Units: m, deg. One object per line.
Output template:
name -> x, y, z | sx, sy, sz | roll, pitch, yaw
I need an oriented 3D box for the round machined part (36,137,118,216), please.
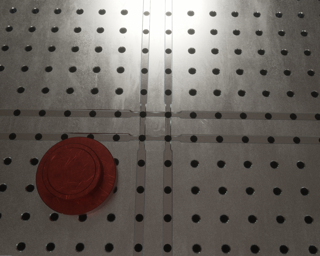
round machined part -> -0.103, 0.057, 0.381 | 0.099, 0.042, 0.098 | 0, 70, -1
